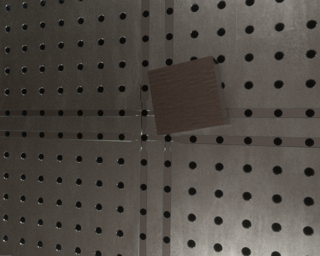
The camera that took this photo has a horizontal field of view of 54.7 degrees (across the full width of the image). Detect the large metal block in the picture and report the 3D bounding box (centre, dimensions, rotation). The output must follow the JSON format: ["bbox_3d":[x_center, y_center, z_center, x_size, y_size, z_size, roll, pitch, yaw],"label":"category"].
[{"bbox_3d":[0.037,-0.037,0.386,0.080,0.050,0.080,-10,87,19],"label":"large metal block"}]
